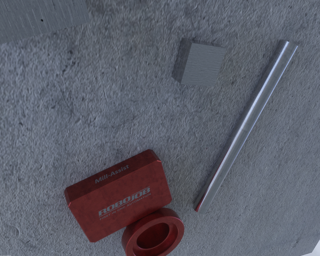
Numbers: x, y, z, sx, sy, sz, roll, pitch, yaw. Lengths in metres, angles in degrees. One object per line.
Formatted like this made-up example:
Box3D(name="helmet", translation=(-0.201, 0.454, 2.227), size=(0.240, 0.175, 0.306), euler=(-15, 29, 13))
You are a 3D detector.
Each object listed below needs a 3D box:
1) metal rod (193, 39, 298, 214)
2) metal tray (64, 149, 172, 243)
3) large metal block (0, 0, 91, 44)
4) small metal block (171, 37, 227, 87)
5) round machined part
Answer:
Box3D(name="metal rod", translation=(0.124, 0.010, 0.481), size=(0.025, 0.025, 0.298), euler=(11, 113, -33))
Box3D(name="metal tray", translation=(-0.054, 0.095, 0.433), size=(0.131, 0.030, 0.090), euler=(-25, 127, -13))
Box3D(name="large metal block", translation=(-0.112, -0.123, 0.254), size=(0.081, 0.050, 0.080), euler=(-21, 127, -16))
Box3D(name="small metal block", translation=(0.047, -0.081, 0.383), size=(0.050, 0.025, 0.050), euler=(0, 118, -29))
Box3D(name="round machined part", translation=(-0.014, 0.163, 0.489), size=(0.099, 0.042, 0.097), euler=(-14, 125, -21))
